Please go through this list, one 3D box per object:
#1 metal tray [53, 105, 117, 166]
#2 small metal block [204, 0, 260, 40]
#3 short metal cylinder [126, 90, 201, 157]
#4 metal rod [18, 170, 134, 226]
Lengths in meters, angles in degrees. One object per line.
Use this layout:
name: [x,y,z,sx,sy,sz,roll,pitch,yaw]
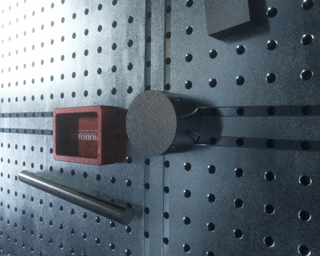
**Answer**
metal tray: [-0.126,0.011,0.506,0.130,0.030,0.089,0,90,39]
small metal block: [0.079,-0.132,0.343,0.050,0.025,0.050,-9,85,39]
short metal cylinder: [0.004,-0.006,0.388,0.080,0.050,0.079,0,90,39]
metal rod: [-0.162,0.113,0.539,0.300,0.025,0.025,7,95,39]
